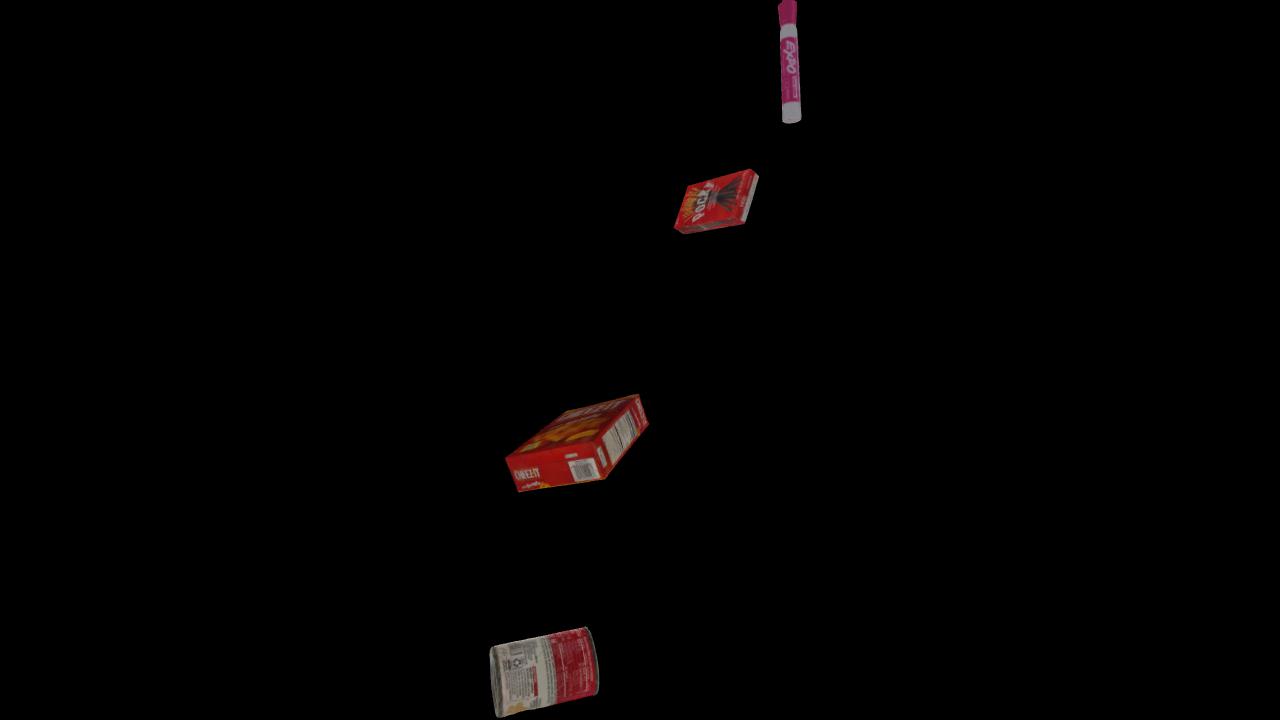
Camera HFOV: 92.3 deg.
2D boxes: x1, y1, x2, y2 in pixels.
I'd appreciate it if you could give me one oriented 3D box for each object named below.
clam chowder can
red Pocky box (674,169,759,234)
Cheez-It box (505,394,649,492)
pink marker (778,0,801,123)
[{"bbox_3d":[-0.100,0.322,0.637,0.102,0.068,0.068,-3,1,-21],"label":"clam chowder can"},{"bbox_3d":[0.119,-0.251,0.989,0.028,0.083,0.155,22,-9,-33],"label":"red Pocky box"},{"bbox_3d":[-0.098,0.137,1.047,0.166,0.071,0.223,-14,11,23],"label":"Cheez-It box"},{"bbox_3d":[0.149,-0.300,0.615,0.020,0.121,0.020,-3,1,0],"label":"pink marker"}]
